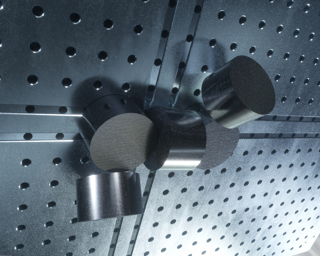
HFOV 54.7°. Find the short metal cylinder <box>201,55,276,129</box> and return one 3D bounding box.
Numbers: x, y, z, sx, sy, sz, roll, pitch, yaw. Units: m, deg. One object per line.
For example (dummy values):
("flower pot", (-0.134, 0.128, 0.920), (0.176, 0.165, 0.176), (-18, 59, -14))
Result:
("short metal cylinder", (0.100, -0.045, 0.396), (0.081, 0.080, 0.050), (9, 156, -33))

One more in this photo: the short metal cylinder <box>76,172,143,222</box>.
("short metal cylinder", (-0.063, 0.088, 0.389), (0.081, 0.050, 0.080), (-7, 164, -2))

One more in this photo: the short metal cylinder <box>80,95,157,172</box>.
("short metal cylinder", (-0.050, 0.007, 0.372), (0.081, 0.050, 0.079), (-14, 125, -21))

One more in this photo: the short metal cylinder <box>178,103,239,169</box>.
("short metal cylinder", (0.064, 0.011, 0.438), (0.081, 0.050, 0.079), (-14, 125, -21))

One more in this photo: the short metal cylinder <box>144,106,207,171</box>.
("short metal cylinder", (0.014, 0.014, 0.393), (0.050, 0.080, 0.079), (5, 116, -31))
